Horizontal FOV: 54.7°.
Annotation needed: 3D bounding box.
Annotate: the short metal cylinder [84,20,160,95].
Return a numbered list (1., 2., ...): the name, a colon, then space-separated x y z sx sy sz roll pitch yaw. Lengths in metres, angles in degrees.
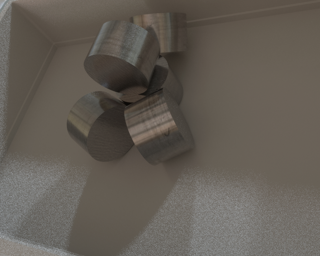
1. short metal cylinder: -0.045 -0.083 0.379 0.080 0.080 0.050 3 64 30

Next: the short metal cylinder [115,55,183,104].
1. short metal cylinder: -0.015 -0.056 0.429 0.080 0.050 0.080 -13 56 21

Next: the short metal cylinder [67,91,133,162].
1. short metal cylinder: -0.074 -0.002 0.408 0.050 0.080 0.080 33 80 38

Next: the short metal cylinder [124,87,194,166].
1. short metal cylinder: 0.001 -0.002 0.369 0.050 0.080 0.080 -26 53 13

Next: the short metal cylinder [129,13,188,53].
1. short metal cylinder: -0.001 -0.133 0.443 0.080 0.080 0.050 4 106 30
